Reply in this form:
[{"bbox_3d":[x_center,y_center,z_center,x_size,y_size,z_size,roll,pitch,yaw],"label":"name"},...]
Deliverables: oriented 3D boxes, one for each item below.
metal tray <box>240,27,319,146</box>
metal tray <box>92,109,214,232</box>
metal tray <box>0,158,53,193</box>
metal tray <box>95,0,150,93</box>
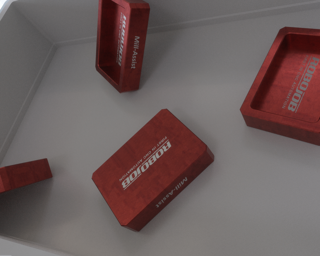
[{"bbox_3d":[0.160,-0.053,0.350,0.090,0.030,0.130,19,71,35],"label":"metal tray"},{"bbox_3d":[-0.011,0.048,0.379,0.130,0.030,0.090,-43,51,-2],"label":"metal tray"},{"bbox_3d":[-0.233,0.080,0.436,0.130,0.090,0.030,-19,87,17],"label":"metal tray"},{"bbox_3d":[-0.059,-0.128,0.456,0.030,0.129,0.090,-15,42,-33],"label":"metal tray"}]
